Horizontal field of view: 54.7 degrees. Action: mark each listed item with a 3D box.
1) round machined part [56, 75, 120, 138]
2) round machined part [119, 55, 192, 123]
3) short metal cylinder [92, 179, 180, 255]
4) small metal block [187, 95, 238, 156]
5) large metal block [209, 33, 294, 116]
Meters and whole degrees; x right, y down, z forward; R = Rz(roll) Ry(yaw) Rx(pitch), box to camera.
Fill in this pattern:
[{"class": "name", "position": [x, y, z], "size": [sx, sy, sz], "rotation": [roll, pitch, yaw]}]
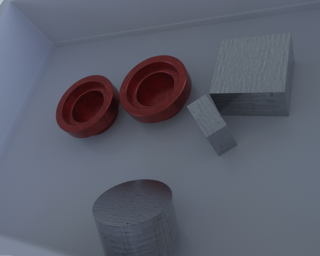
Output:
[{"class": "round machined part", "position": [-0.102, -0.028, 0.464], "size": [0.098, 0.042, 0.098], "rotation": [-13, 56, 20]}, {"class": "round machined part", "position": [-0.003, -0.048, 0.425], "size": [0.098, 0.042, 0.098], "rotation": [-13, 56, 20]}, {"class": "short metal cylinder", "position": [-0.023, 0.095, 0.317], "size": [0.080, 0.050, 0.080], "rotation": [-9, 20, 3]}, {"class": "small metal block", "position": [0.061, -0.002, 0.359], "size": [0.025, 0.050, 0.050], "rotation": [-33, 52, 7]}, {"class": "large metal block", "position": [0.112, -0.061, 0.368], "size": [0.080, 0.050, 0.080], "rotation": [2, 63, 29]}]
